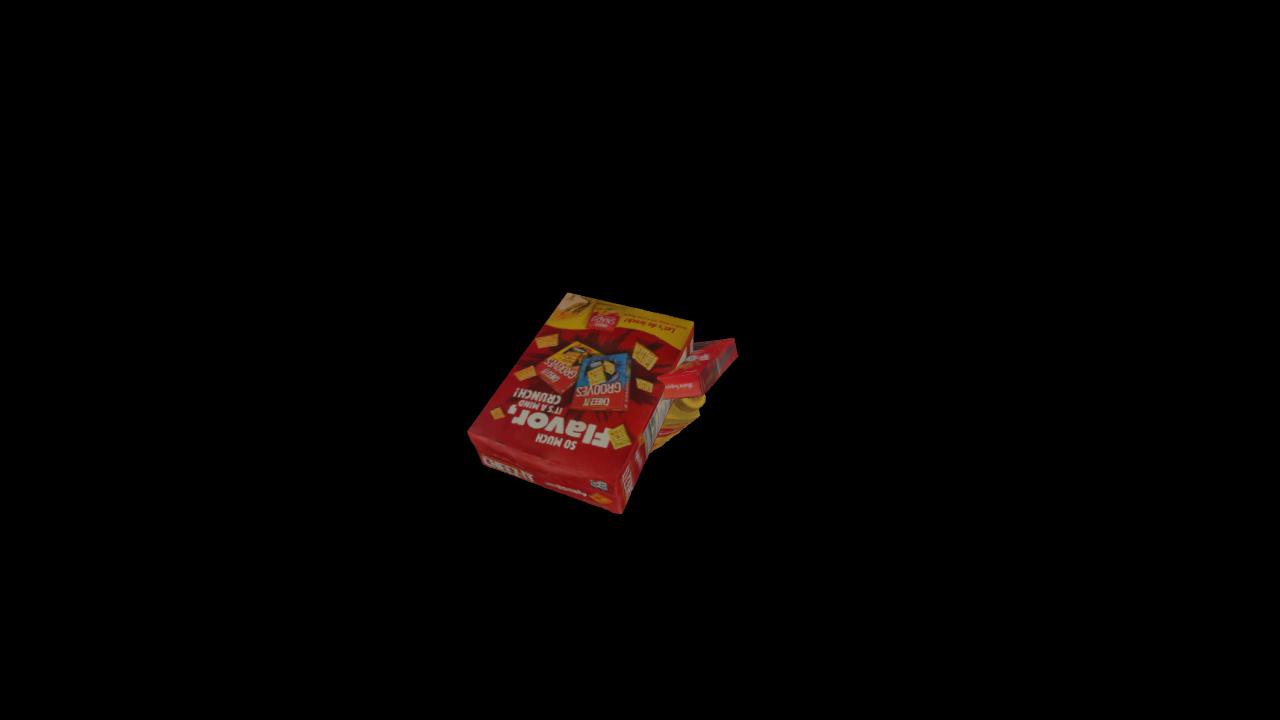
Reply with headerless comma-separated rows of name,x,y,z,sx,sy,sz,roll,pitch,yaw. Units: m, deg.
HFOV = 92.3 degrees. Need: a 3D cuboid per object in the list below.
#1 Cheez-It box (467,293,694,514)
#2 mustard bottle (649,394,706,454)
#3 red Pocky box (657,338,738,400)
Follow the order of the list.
Cheez-It box,-0.052,0.035,0.667,0.166,0.223,0.071,15,-39,17
mustard bottle,0.022,0.068,0.747,0.092,0.054,0.184,8,-34,-33
red Pocky box,0.054,0.009,0.698,0.083,0.028,0.155,-6,13,24
